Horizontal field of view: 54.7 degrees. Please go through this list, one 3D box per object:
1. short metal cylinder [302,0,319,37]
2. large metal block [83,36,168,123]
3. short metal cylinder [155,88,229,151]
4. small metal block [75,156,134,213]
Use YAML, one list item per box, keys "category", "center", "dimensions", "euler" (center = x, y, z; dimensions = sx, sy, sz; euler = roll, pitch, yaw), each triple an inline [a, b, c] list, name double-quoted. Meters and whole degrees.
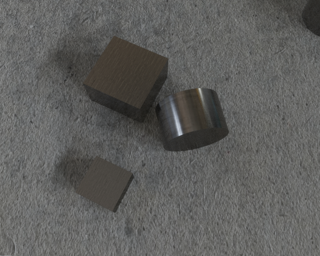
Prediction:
- category: "short metal cylinder"
  center: [0.265, -0.182, 0.465]
  dimensions: [0.081, 0.050, 0.080]
  euler: [0, 70, 0]
- category: "large metal block"
  center: [-0.043, -0.065, 0.418]
  dimensions: [0.080, 0.050, 0.080]
  euler: [25, 72, 8]
- category: "short metal cylinder"
  center: [0.039, -0.008, 0.382]
  dimensions: [0.081, 0.080, 0.050]
  euler: [-11, 71, -5]
- category: "small metal block"
  center: [-0.067, 0.070, 0.382]
  dimensions: [0.050, 0.025, 0.050]
  euler: [25, 72, 8]
